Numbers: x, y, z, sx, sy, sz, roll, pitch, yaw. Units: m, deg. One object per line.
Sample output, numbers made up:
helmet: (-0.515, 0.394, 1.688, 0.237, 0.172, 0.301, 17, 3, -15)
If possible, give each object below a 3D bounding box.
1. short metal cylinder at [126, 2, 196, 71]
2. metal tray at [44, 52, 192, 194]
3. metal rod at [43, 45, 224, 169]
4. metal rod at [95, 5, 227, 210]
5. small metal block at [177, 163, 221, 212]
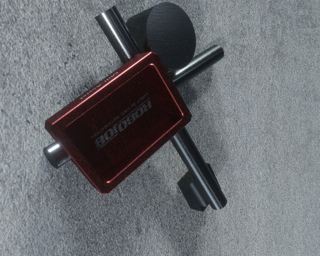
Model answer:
short metal cylinder: (-0.001, -0.110, 0.390, 0.081, 0.050, 0.079, 0, 90, -40)
metal tray: (-0.037, -0.007, 0.323, 0.131, 0.030, 0.090, -41, 115, -20)
metal rod: (-0.011, -0.044, 0.399, 0.302, 0.025, 0.025, -37, 113, -34)
metal rod: (0.014, -0.007, 0.388, 0.025, 0.025, 0.299, -47, 118, -30)
small metal block: (0.059, 0.086, 0.458, 0.050, 0.025, 0.050, -41, 115, -32)
